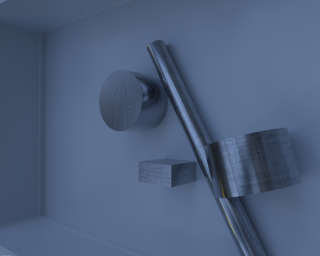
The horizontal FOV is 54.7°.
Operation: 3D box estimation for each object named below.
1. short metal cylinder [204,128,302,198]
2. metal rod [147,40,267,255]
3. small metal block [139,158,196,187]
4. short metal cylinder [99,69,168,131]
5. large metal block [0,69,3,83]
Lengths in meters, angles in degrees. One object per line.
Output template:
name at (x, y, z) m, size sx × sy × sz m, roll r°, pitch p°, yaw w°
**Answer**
short metal cylinder at (0.087, 0.034, 0.298) m, size 0.080 × 0.081 × 0.050 m, roll -19°, pitch 78°, yaw 38°
metal rod at (0.050, 0.023, 0.363) m, size 0.025 × 0.025 × 0.299 m, roll -36°, pitch 68°, yaw 34°
small metal block at (0.009, 0.054, 0.381) m, size 0.050 × 0.050 × 0.025 m, roll 1°, pitch 91°, yaw 39°
short metal cylinder at (-0.036, -0.036, 0.418) m, size 0.080 × 0.050 × 0.079 m, roll 0°, pitch 90°, yaw 39°
large metal block at (-0.426, -0.117, 0.740) m, size 0.080 × 0.050 × 0.079 m, roll 34°, pitch 111°, yaw 34°
